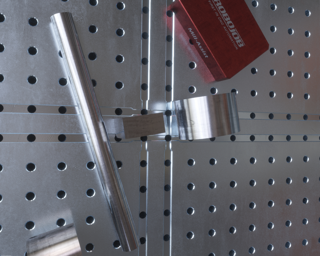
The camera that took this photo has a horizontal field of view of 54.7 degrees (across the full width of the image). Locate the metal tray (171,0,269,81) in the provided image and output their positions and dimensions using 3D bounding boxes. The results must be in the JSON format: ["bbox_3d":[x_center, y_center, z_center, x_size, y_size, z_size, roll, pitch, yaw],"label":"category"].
[{"bbox_3d":[0.088,-0.144,0.442,0.090,0.030,0.130,-38,102,-16],"label":"metal tray"}]

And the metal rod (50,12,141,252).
[{"bbox_3d":[-0.077,0.010,0.384,0.025,0.025,0.298,-18,96,-19],"label":"metal rod"}]

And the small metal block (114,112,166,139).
[{"bbox_3d":[-0.027,-0.003,0.389,0.050,0.050,0.025,-9,93,-20],"label":"small metal block"}]

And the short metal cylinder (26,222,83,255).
[{"bbox_3d":[-0.110,0.153,0.343,0.050,0.080,0.080,-16,96,-19],"label":"short metal cylinder"}]

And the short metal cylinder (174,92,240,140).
[{"bbox_3d":[0.061,-0.016,0.406,0.081,0.080,0.050,-10,94,-20],"label":"short metal cylinder"}]
